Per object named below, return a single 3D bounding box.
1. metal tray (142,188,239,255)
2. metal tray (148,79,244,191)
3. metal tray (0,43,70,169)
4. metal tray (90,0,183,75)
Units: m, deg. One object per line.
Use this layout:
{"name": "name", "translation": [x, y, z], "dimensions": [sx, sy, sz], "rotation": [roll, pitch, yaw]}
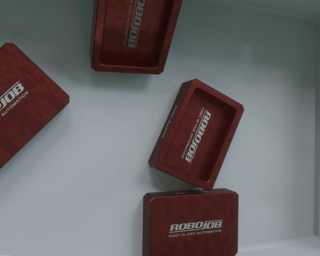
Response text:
{"name": "metal tray", "translation": [0.043, 0.133, 0.424], "dimensions": [0.131, 0.030, 0.089], "rotation": [1, 90, -20]}
{"name": "metal tray", "translation": [0.051, 0.010, 0.426], "dimensions": [0.090, 0.030, 0.130], "rotation": [26, 81, -18]}
{"name": "metal tray", "translation": [-0.178, -0.017, 0.342], "dimensions": [0.090, 0.030, 0.130], "rotation": [46, 76, -14]}
{"name": "metal tray", "translation": [-0.029, -0.125, 0.353], "dimensions": [0.091, 0.030, 0.129], "rotation": [0, 134, -19]}
